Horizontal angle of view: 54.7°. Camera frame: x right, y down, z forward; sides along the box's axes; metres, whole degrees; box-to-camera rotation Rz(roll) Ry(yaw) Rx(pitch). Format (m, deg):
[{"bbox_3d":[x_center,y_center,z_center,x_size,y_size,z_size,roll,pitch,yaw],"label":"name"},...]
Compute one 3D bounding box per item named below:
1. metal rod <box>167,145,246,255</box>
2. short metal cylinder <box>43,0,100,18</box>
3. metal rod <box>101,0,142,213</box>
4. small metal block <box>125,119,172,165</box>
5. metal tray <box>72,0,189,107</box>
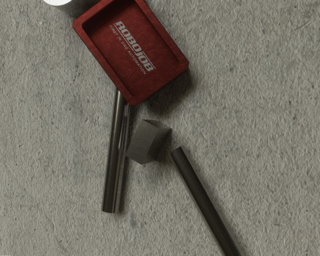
[{"bbox_3d":[0.091,0.157,0.376,0.025,0.025,0.299,-32,80,17],"label":"metal rod"},{"bbox_3d":[-0.126,-0.204,0.439,0.080,0.050,0.079,0,90,19],"label":"short metal cylinder"},{"bbox_3d":[-0.051,-0.033,0.425,0.025,0.025,0.298,8,93,19],"label":"metal rod"},{"bbox_3d":[-0.014,0.017,0.400,0.025,0.050,0.050,28,99,17],"label":"small metal block"},{"bbox_3d":[-0.036,-0.103,0.394,0.090,0.030,0.130,-36,91,3],"label":"metal tray"}]
